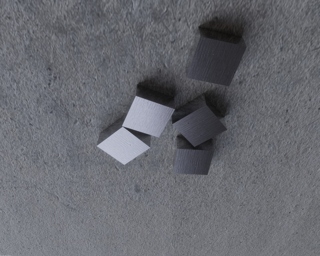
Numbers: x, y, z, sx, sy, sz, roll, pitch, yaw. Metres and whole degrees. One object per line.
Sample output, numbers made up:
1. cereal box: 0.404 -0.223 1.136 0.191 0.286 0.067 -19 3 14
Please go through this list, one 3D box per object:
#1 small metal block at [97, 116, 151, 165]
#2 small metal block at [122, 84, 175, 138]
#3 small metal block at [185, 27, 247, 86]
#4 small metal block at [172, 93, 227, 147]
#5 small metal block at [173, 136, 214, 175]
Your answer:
1. small metal block: -0.048 0.017 0.421 0.050 0.025 0.050 -35 122 26
2. small metal block: -0.015 -0.020 0.390 0.050 0.025 0.050 18 128 -15
3. small metal block: 0.060 -0.078 0.341 0.050 0.025 0.050 10 130 -9
4. small metal block: 0.050 -0.009 0.400 0.050 0.025 0.050 -31 124 23
5. small metal block: 0.046 0.040 0.442 0.050 0.025 0.050 3 130 -3
